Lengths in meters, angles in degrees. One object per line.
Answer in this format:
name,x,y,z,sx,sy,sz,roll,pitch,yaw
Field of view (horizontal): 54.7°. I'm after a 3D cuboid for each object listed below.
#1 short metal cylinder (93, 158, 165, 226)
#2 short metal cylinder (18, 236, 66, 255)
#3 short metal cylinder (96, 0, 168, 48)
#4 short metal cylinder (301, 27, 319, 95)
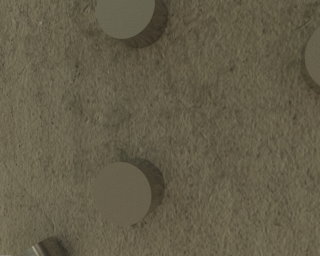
short metal cylinder,-0.040,0.082,0.409,0.080,0.050,0.079,0,90,19
short metal cylinder,-0.175,0.200,0.440,0.080,0.080,0.050,-40,78,15
short metal cylinder,-0.035,-0.151,0.407,0.080,0.050,0.079,0,90,19
short metal cylinder,0.195,-0.073,0.327,0.080,0.050,0.079,0,90,19
